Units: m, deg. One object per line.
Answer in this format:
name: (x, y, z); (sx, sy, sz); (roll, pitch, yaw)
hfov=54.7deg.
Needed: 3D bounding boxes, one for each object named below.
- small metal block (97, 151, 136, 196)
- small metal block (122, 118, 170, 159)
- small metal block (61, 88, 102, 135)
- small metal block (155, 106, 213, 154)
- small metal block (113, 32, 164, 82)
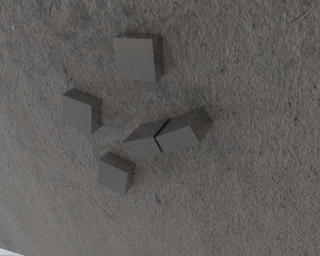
small metal block: (-0.069, 0.071, 0.487); (0.050, 0.025, 0.050); (23, 127, 14)
small metal block: (-0.013, 0.013, 0.406); (0.050, 0.050, 0.025); (-13, 112, 33)
small metal block: (-0.114, -0.024, 0.452); (0.050, 0.025, 0.050); (21, 126, 16)
small metal block: (0.030, 0.003, 0.377); (0.050, 0.050, 0.025); (-21, 107, 36)
small metal block: (-0.024, -0.085, 0.367); (0.050, 0.025, 0.050); (9, 123, 23)
